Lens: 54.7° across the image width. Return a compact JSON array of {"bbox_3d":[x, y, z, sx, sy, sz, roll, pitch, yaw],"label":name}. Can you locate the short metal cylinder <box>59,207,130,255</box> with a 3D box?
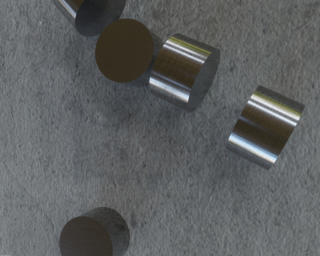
[{"bbox_3d":[-0.089,0.155,0.426,0.080,0.050,0.079,0,90,19],"label":"short metal cylinder"}]

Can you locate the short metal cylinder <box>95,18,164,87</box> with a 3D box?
[{"bbox_3d":[-0.037,-0.096,0.408,0.080,0.050,0.079,0,90,19],"label":"short metal cylinder"}]

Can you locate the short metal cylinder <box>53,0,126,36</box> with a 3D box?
[{"bbox_3d":[-0.093,-0.170,0.411,0.080,0.080,0.050,-44,77,14],"label":"short metal cylinder"}]

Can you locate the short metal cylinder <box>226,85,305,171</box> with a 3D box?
[{"bbox_3d":[0.114,0.000,0.339,0.050,0.080,0.080,29,99,17],"label":"short metal cylinder"}]

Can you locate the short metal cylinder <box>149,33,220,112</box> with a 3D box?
[{"bbox_3d":[0.031,-0.065,0.368,0.050,0.080,0.080,27,99,17],"label":"short metal cylinder"}]
